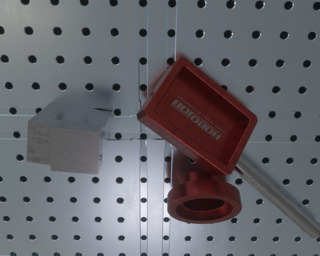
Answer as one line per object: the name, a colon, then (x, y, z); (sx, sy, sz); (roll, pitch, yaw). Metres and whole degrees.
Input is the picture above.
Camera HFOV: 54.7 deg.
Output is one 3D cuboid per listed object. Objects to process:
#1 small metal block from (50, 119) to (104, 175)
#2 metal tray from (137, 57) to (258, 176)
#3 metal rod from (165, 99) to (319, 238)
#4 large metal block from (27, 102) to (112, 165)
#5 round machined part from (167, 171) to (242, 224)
small metal block: (-0.089, 0.021, 0.335); (0.050, 0.025, 0.050); (5, 110, -2)
metal tray: (0.049, -0.013, 0.381); (0.130, 0.030, 0.090); (37, 69, -13)
metal rod: (0.126, 0.063, 0.437); (0.300, 0.025, 0.025); (40, 105, -14)
large metal block: (-0.109, 0.008, 0.386); (0.081, 0.080, 0.050); (9, 110, -4)
round machined part: (0.059, 0.093, 0.424); (0.099, 0.042, 0.097); (0, 142, 1)
